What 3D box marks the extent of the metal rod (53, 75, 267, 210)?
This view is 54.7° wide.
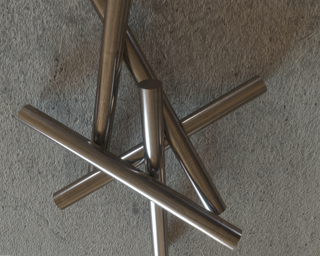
[{"bbox_3d":[-0.002,0.020,0.397,0.301,0.025,0.025,-30,108,3],"label":"metal rod"}]

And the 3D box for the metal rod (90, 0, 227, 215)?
[{"bbox_3d":[-0.001,-0.029,0.366,0.025,0.025,0.299,-28,96,10],"label":"metal rod"}]

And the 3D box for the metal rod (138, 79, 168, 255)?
[{"bbox_3d":[-0.004,0.078,0.402,0.025,0.025,0.298,-2,124,1],"label":"metal rod"}]

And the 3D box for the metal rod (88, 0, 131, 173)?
[{"bbox_3d":[-0.061,-0.047,0.362,0.025,0.025,0.298,11,121,-4],"label":"metal rod"}]

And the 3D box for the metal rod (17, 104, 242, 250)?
[{"bbox_3d":[-0.043,0.053,0.372,0.301,0.025,0.025,29,108,9],"label":"metal rod"}]
